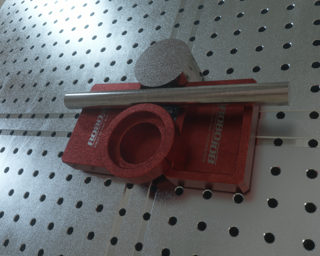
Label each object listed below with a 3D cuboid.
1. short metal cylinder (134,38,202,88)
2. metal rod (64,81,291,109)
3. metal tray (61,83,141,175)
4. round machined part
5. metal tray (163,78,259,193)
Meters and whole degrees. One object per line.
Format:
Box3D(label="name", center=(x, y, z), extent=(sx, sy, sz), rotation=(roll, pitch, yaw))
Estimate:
Box3D(label="short metal cylinder", center=(0.012, -0.076, 0.427), extent=(0.080, 0.050, 0.080), rotation=(-13, 56, 21))
Box3D(label="metal rod", center=(0.000, -0.038, 0.387), extent=(0.300, 0.025, 0.025), rotation=(1, 62, 28))
Box3D(label="metal tray", center=(-0.075, -0.002, 0.439), extent=(0.090, 0.030, 0.130), rotation=(3, 63, 29))
Box3D(label="round machined part", center=(-0.020, 0.022, 0.378), extent=(0.098, 0.042, 0.098), rotation=(-13, 56, 21))
Box3D(label="metal tray", center=(0.063, 0.005, 0.363), extent=(0.090, 0.030, 0.130), rotation=(1, 62, 28))
